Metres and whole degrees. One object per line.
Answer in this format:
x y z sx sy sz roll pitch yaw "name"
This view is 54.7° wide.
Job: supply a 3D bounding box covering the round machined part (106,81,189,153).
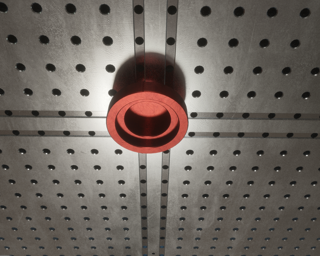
-0.015 -0.017 0.386 0.099 0.042 0.097 -1 130 0 "round machined part"
